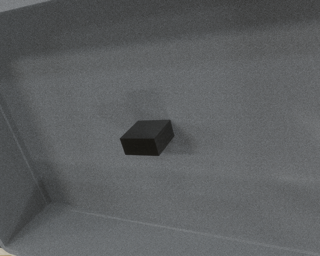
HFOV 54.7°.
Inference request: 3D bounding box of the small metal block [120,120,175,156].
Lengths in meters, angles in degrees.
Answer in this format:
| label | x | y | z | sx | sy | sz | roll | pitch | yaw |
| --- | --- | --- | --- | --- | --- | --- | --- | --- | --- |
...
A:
| label | x | y | z | sx | sy | sz | roll | pitch | yaw |
| --- | --- | --- | --- | --- | --- | --- | --- | --- | --- |
| small metal block | -0.016 | 0.012 | 0.407 | 0.050 | 0.050 | 0.025 | -1 | 118 | 28 |
